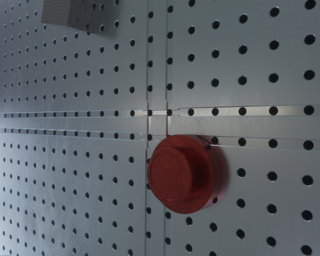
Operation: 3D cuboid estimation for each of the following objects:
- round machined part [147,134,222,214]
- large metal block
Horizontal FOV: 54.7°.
[{"bbox_3d":[0.023,0.057,0.380,0.098,0.042,0.097,0,90,40],"label":"round machined part"},{"bbox_3d":[-0.150,-0.207,0.517,0.080,0.050,0.079,21,103,38],"label":"large metal block"}]
